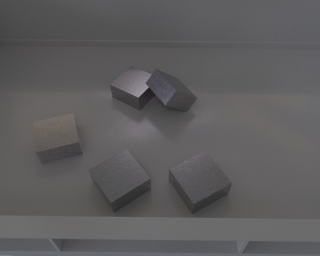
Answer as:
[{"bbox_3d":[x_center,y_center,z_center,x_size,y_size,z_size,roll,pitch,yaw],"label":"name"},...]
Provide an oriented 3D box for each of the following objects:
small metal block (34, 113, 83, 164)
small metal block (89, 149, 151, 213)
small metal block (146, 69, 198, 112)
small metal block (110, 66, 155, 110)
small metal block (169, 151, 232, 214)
[{"bbox_3d":[-0.129,0.013,0.393,0.050,0.025,0.050,-14,51,-11],"label":"small metal block"},{"bbox_3d":[-0.045,0.059,0.355,0.050,0.025,0.050,-29,56,-22],"label":"small metal block"},{"bbox_3d":[0.016,-0.052,0.431,0.050,0.025,0.050,11,33,-51],"label":"small metal block"},{"bbox_3d":[-0.036,-0.059,0.454,0.050,0.025,0.050,26,55,22],"label":"small metal block"},{"bbox_3d":[0.045,0.061,0.354,0.050,0.025,0.050,-23,54,-19],"label":"small metal block"}]
